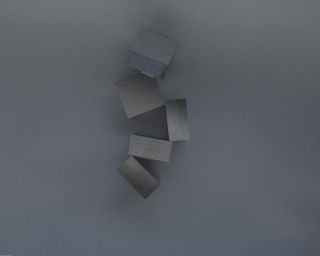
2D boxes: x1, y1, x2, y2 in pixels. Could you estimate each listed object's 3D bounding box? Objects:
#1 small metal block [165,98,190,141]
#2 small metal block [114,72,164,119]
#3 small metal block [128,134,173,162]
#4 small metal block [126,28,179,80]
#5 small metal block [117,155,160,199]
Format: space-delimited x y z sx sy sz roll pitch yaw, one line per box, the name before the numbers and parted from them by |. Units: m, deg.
small metal block | 0.021 -0.010 0.399 0.025 0.050 0.050 -6 90 0
small metal block | -0.026 -0.044 0.411 0.050 0.025 0.050 -21 90 0
small metal block | -0.012 0.024 0.399 0.050 0.050 0.025 10 90 0
small metal block | -0.009 -0.096 0.398 0.050 0.025 0.050 22 51 0
small metal block | -0.026 0.060 0.399 0.025 0.050 0.050 -44 90 0
